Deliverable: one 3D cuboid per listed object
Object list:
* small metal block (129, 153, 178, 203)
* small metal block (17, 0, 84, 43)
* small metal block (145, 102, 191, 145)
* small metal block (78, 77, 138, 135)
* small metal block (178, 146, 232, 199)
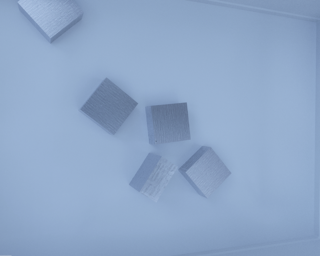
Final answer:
[{"bbox_3d":[-0.010,0.061,0.394,0.025,0.050,0.050,36,79,-17],"label":"small metal block"},{"bbox_3d":[-0.127,-0.137,0.363,0.050,0.025,0.050,-45,104,-14],"label":"small metal block"},{"bbox_3d":[0.010,-0.006,0.414,0.050,0.025,0.050,-7,93,-20],"label":"small metal block"},{"bbox_3d":[-0.065,-0.026,0.387,0.050,0.025,0.050,39,77,-16],"label":"small metal block"},{"bbox_3d":[0.063,0.061,0.434,0.050,0.025,0.050,-43,104,-15],"label":"small metal block"}]
